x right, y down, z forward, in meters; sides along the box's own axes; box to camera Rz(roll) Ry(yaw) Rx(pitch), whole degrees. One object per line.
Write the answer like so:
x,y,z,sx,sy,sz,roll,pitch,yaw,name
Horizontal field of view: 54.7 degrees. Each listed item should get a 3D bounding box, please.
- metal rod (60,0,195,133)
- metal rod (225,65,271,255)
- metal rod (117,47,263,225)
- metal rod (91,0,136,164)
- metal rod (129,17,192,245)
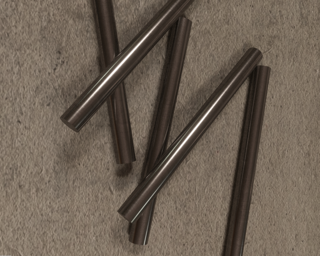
-0.012,-0.115,0.385,0.025,0.025,0.301,43,69,-15,metal rod
0.129,0.056,0.458,0.025,0.025,0.298,11,86,-20,metal rod
0.051,-0.003,0.411,0.025,0.025,0.301,46,69,-15,metal rod
-0.064,-0.104,0.385,0.025,0.025,0.298,-9,93,-20,metal rod
0.002,0.001,0.410,0.025,0.025,0.298,13,86,-20,metal rod
